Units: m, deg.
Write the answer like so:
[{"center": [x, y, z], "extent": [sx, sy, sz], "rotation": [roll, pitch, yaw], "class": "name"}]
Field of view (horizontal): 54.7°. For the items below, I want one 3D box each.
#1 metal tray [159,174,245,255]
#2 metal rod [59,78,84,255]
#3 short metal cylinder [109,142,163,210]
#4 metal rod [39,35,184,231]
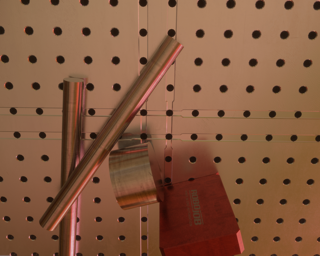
[{"center": [0.047, 0.113, 0.399], "extent": [0.090, 0.130, 0.030], "rotation": [-14, 110, 5], "class": "metal tray"}, {"center": [-0.128, 0.078, 0.440], "extent": [0.025, 0.025, 0.298], "rotation": [7, 110, -3], "class": "metal rod"}, {"center": [-0.029, 0.062, 0.407], "extent": [0.050, 0.080, 0.080], "rotation": [-14, 110, 5], "class": "short metal cylinder"}, {"center": [-0.068, 0.014, 0.401], "extent": [0.025, 0.025, 0.299], "rotation": [34, 100, -12], "class": "metal rod"}]
